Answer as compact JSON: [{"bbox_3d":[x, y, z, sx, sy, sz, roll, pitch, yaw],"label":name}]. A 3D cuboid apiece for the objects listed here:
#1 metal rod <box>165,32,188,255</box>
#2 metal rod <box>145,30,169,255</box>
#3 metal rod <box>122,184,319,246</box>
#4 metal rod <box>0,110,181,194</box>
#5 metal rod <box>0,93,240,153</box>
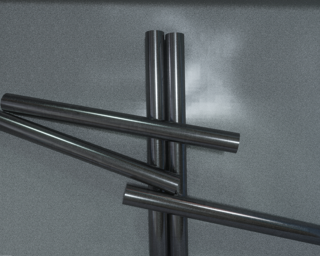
[{"bbox_3d":[0.022,0.026,0.409,0.025,0.025,0.298,-1,90,-1],"label":"metal rod"},{"bbox_3d":[-0.004,0.024,0.408,0.025,0.025,0.298,-1,90,-1],"label":"metal rod"},{"bbox_3d":[0.103,0.116,0.394,0.302,0.025,0.025,13,90,-6],"label":"metal rod"},{"bbox_3d":[-0.120,0.021,0.396,0.301,0.025,0.025,19,90,5],"label":"metal rod"},{"bbox_3d":[-0.054,-0.008,0.390,0.302,0.025,0.025,10,90,6],"label":"metal rod"}]
